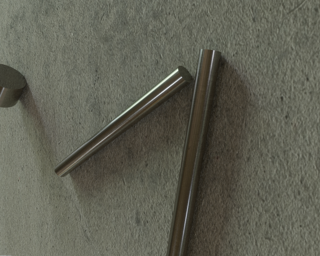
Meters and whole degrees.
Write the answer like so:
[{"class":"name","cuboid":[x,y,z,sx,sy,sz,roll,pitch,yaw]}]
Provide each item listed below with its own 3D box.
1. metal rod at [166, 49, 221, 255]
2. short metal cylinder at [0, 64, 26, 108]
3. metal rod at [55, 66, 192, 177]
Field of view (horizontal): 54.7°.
[{"class":"metal rod","cuboid":[0.036,0.058,0.373,0.025,0.025,0.298,14,99,39]},{"class":"short metal cylinder","cuboid":[-0.323,-0.087,0.632,0.050,0.081,0.080,-52,60,27]},{"class":"metal rod","cuboid":[-0.071,0.004,0.461,0.299,0.025,0.025,-34,69,34]}]
